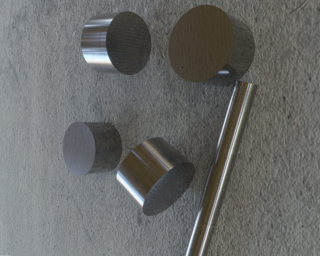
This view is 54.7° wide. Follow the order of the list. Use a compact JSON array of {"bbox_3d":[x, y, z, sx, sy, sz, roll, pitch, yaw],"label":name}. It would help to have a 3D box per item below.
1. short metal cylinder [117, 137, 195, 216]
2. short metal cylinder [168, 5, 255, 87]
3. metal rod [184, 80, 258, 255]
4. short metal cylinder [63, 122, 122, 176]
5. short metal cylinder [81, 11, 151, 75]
[{"bbox_3d":[-0.004,0.058,0.373,0.050,0.081,0.079,41,115,32],"label":"short metal cylinder"},{"bbox_3d":[0.056,-0.088,0.342,0.080,0.050,0.080,0,90,40],"label":"short metal cylinder"},{"bbox_3d":[0.057,0.094,0.358,0.025,0.025,0.298,23,104,37],"label":"metal rod"},{"bbox_3d":[-0.104,0.030,0.475,0.080,0.050,0.080,0,90,40],"label":"short metal cylinder"},{"bbox_3d":[-0.057,-0.113,0.417,0.050,0.081,0.079,12,98,39],"label":"short metal cylinder"}]
